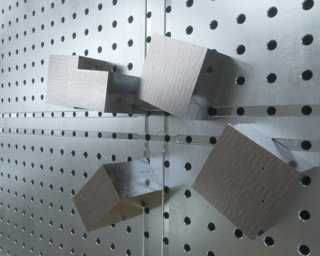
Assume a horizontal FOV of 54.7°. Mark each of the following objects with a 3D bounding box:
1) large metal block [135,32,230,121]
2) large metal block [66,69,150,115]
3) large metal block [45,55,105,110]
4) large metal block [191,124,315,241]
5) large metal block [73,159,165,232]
[{"bbox_3d":[0.025,-0.061,0.371,0.080,0.050,0.079,28,108,36],"label":"large metal block"},{"bbox_3d":[-0.070,-0.050,0.429,0.080,0.081,0.050,12,98,39],"label":"large metal block"},{"bbox_3d":[-0.139,-0.074,0.505,0.080,0.050,0.079,12,98,39],"label":"large metal block"},{"bbox_3d":[0.092,0.050,0.316,0.080,0.050,0.079,39,113,33],"label":"large metal block"},{"bbox_3d":[-0.056,0.089,0.417,0.080,0.081,0.050,-47,62,29],"label":"large metal block"}]
